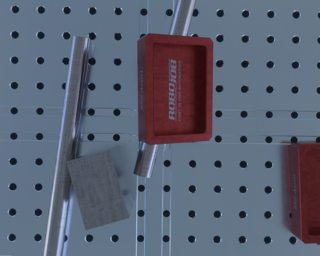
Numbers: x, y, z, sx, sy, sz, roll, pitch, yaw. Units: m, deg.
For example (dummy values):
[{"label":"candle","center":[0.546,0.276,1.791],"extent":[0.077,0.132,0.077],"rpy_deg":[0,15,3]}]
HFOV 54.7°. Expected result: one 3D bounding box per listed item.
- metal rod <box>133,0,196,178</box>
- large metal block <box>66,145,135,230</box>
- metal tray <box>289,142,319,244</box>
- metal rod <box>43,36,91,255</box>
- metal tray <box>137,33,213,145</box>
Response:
[{"label":"metal rod","center":[0.013,-0.082,0.413],"extent":[0.025,0.025,0.298],"rpy_deg":[14,90,-1]},{"label":"large metal block","center":[-0.070,0.069,0.385],"extent":[0.050,0.080,0.080],"rpy_deg":[-16,90,0]},{"label":"metal tray","center":[0.225,0.083,0.413],"extent":[0.091,0.030,0.129],"rpy_deg":[-2,90,-1]},{"label":"metal rod","center":[-0.124,0.030,0.411],"extent":[0.025,0.025,0.298],"rpy_deg":[8,90,-1]},{"label":"metal tray","center":[0.020,-0.047,0.388],"extent":[0.091,0.030,0.129],"rpy_deg":[-3,97,-23]}]
